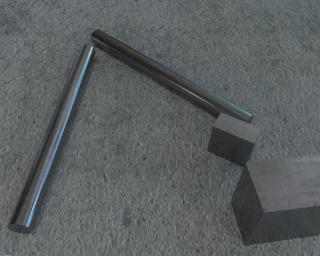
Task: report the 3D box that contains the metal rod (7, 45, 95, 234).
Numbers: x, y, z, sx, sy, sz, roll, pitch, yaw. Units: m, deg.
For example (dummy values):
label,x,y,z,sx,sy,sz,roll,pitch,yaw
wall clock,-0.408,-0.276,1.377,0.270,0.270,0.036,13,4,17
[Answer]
label,x,y,z,sx,sy,sz,roll,pitch,yaw
metal rod,-0.130,-0.012,0.411,0.025,0.025,0.300,4,50,3

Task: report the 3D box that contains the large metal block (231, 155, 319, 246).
label,x,y,z,sx,sy,sz,roll,pitch,yaw
large metal block,0.123,0.073,0.307,0.081,0.080,0.050,-6,50,-5

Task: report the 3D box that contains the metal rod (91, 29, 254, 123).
label,x,y,z,sx,sy,sz,roll,pitch,yaw
metal rod,0.004,-0.082,0.472,0.300,0.025,0.025,34,58,25

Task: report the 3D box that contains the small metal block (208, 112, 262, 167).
label,x,y,z,sx,sy,sz,roll,pitch,yaw
small metal block,0.089,0.015,0.375,0.050,0.050,0.025,24,54,19
